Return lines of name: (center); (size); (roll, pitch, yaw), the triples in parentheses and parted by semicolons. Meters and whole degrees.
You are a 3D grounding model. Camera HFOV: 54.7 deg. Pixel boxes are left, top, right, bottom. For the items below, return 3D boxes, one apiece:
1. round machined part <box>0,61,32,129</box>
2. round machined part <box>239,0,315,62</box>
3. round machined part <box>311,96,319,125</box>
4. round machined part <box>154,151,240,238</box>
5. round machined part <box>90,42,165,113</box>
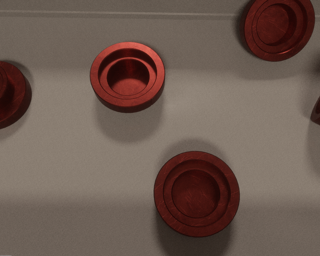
round machined part: (-0.230, -0.049, 0.416); (0.099, 0.042, 0.098); (0, 70, -1)
round machined part: (0.161, -0.146, 0.439); (0.099, 0.042, 0.097); (-2, 112, -4)
round machined part: (0.239, -0.040, 0.389); (0.042, 0.098, 0.098); (31, 73, 10)
round machined part: (0.042, 0.080, 0.372); (0.099, 0.042, 0.098); (0, 70, -1)
round machined part: (-0.042, -0.065, 0.424); (0.099, 0.042, 0.098); (0, 70, -1)
